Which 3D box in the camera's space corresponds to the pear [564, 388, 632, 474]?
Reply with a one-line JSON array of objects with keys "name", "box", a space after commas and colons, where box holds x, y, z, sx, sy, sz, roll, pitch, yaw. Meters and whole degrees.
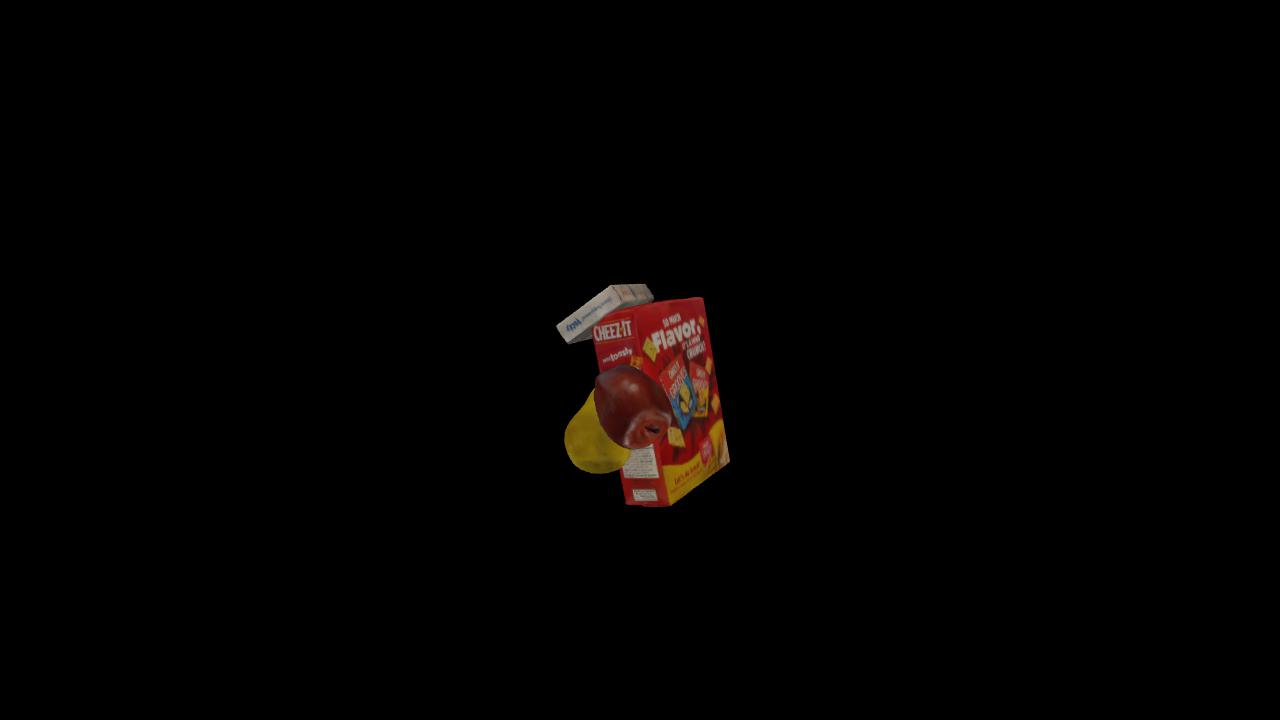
[{"name": "pear", "box": [-0.044, 0.066, 0.676, 0.080, 0.111, 0.080, 3, -33, 2]}]

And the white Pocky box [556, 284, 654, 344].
[{"name": "white Pocky box", "box": [-0.037, -0.058, 0.746, 0.084, 0.028, 0.154, -35, -3, 16]}]

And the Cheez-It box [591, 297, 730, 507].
[{"name": "Cheez-It box", "box": [0.030, 0.042, 0.739, 0.071, 0.223, 0.166, -7, 6, 33]}]

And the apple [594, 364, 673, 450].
[{"name": "apple", "box": [-0.008, 0.048, 0.645, 0.079, 0.079, 0.093, 0, 37, -41]}]
